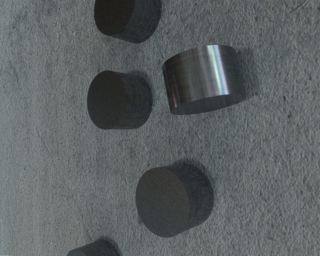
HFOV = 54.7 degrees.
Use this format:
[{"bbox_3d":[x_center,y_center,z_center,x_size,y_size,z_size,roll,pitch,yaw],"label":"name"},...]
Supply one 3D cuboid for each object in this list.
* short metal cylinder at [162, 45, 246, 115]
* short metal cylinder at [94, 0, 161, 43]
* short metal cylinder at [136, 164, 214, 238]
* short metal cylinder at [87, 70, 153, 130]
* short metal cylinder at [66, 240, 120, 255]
[{"bbox_3d":[0.046,-0.048,0.331,0.080,0.081,0.050,-17,79,39],"label":"short metal cylinder"},{"bbox_3d":[-0.045,-0.162,0.426,0.080,0.050,0.080,0,90,40],"label":"short metal cylinder"},{"bbox_3d":[0.017,0.085,0.375,0.080,0.050,0.080,0,90,40],"label":"short metal cylinder"},{"bbox_3d":[-0.057,-0.038,0.436,0.080,0.050,0.080,0,90,40],"label":"short metal cylinder"},{"bbox_3d":[-0.102,0.219,0.473,0.080,0.050,0.080,0,90,40],"label":"short metal cylinder"}]
